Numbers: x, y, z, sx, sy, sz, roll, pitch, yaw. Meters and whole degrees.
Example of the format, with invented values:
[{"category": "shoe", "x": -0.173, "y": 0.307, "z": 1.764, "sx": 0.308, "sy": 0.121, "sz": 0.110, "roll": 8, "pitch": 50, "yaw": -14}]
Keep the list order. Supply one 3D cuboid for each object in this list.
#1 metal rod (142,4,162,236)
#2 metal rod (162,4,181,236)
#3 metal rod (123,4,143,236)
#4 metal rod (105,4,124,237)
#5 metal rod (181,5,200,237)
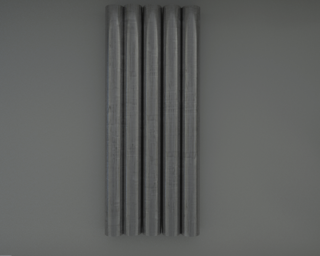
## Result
[{"category": "metal rod", "x": -0.010, "y": -0.010, "z": 0.410, "sx": 0.025, "sy": 0.025, "sz": 0.298, "roll": 0, "pitch": 90, "yaw": 0}, {"category": "metal rod", "x": 0.015, "y": -0.010, "z": 0.410, "sx": 0.025, "sy": 0.025, "sz": 0.298, "roll": 0, "pitch": 90, "yaw": 0}, {"category": "metal rod", "x": -0.036, "y": -0.011, "z": 0.410, "sx": 0.025, "sy": 0.025, "sz": 0.298, "roll": 0, "pitch": 90, "yaw": 0}, {"category": "metal rod", "x": -0.060, "y": -0.010, "z": 0.410, "sx": 0.025, "sy": 0.025, "sz": 0.298, "roll": 0, "pitch": 90, "yaw": 0}, {"category": "metal rod", "x": 0.040, "y": -0.009, "z": 0.410, "sx": 0.025, "sy": 0.025, "sz": 0.298, "roll": 0, "pitch": 90, "yaw": 0}]
